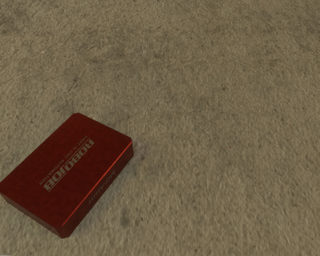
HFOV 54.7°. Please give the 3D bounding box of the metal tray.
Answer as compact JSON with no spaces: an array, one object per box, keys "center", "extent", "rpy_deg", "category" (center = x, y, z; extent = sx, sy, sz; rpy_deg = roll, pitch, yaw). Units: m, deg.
[{"center":[-0.103,0.047,0.359],"extent":[0.090,0.030,0.130],"rpy_deg":[25,54,19],"category":"metal tray"}]
